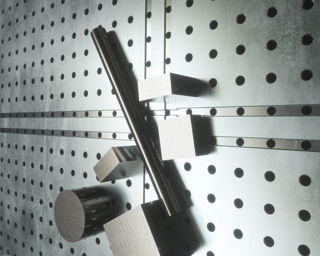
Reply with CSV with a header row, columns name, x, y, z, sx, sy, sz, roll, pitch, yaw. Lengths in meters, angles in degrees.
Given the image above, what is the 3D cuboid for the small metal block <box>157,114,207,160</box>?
name,x,y,z,sx,sy,sz,roll,pitch,yaw
small metal block,0.027,0.012,0.385,0.050,0.025,0.050,-12,83,39

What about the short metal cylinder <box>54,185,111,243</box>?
name,x,y,z,sx,sy,sz,roll,pitch,yaw
short metal cylinder,-0.123,0.134,0.492,0.080,0.050,0.079,0,90,39

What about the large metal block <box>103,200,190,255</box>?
name,x,y,z,sx,sy,sz,roll,pitch,yaw
large metal block,-0.019,0.147,0.407,0.080,0.050,0.080,-36,68,34

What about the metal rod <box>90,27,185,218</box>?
name,x,y,z,sx,sy,sz,roll,pitch,yaw
metal rod,-0.039,-0.021,0.438,0.025,0.025,0.299,-37,68,33

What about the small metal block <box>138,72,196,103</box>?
name,x,y,z,sx,sy,sz,roll,pitch,yaw
small metal block,0.009,-0.048,0.384,0.050,0.050,0.025,-8,85,39

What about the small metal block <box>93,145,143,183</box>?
name,x,y,z,sx,sy,sz,roll,pitch,yaw
small metal block,-0.057,0.050,0.438,0.050,0.050,0.025,-46,63,30
